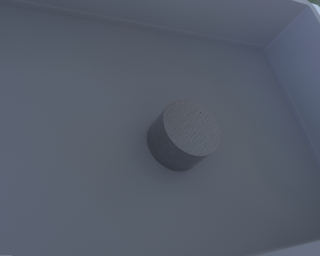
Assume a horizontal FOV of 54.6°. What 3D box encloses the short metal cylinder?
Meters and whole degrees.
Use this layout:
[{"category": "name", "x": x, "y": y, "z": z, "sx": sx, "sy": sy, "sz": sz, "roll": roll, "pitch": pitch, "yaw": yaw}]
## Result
[{"category": "short metal cylinder", "x": 0.030, "y": 0.009, "z": 0.399, "sx": 0.081, "sy": 0.050, "sz": 0.080, "roll": 13, "pitch": 56, "yaw": -21}]
